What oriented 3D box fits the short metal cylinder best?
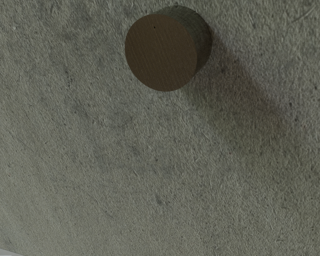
[{"bbox_3d":[0.010,-0.086,0.333,0.080,0.050,0.080,13,124,21],"label":"short metal cylinder"}]
